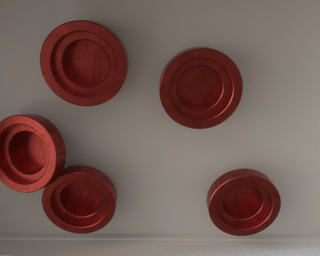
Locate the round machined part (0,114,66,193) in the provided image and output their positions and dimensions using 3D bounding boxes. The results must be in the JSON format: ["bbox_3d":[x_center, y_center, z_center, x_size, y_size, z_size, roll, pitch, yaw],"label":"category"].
[{"bbox_3d":[-0.165,0.030,0.400,0.098,0.042,0.097,2,97,14],"label":"round machined part"}]

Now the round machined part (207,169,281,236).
[{"bbox_3d":[0.115,0.101,0.441,0.099,0.042,0.097,0,110,-1],"label":"round machined part"}]

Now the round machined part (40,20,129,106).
[{"bbox_3d":[-0.087,-0.079,0.372,0.099,0.042,0.097,0,110,-1],"label":"round machined part"}]

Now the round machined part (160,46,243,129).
[{"bbox_3d":[0.048,-0.051,0.384,0.099,0.042,0.097,0,110,-1],"label":"round machined part"}]

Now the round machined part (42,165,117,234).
[{"bbox_3d":[-0.110,0.096,0.436,0.099,0.042,0.097,0,110,-1],"label":"round machined part"}]
